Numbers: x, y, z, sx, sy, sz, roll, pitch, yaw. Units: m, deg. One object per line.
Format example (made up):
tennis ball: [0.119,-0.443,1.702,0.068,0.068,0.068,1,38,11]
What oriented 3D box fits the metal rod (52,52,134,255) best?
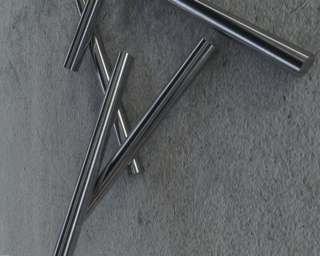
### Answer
metal rod: [-0.089,0.037,0.419,0.025,0.025,0.299,6,76,40]

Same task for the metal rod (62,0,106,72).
metal rod: [-0.078,-0.225,0.449,0.025,0.025,0.298,33,104,35]

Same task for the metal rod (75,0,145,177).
metal rod: [-0.081,-0.072,0.471,0.025,0.025,0.299,-31,71,36]

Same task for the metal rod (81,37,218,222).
metal rod: [-0.030,0.014,0.403,0.025,0.025,0.299,48,110,29]

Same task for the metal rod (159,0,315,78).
metal rod: [0.043,-0.143,0.369,0.300,0.025,0.025,42,116,32]
